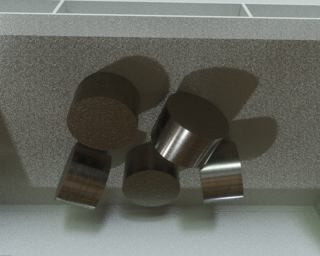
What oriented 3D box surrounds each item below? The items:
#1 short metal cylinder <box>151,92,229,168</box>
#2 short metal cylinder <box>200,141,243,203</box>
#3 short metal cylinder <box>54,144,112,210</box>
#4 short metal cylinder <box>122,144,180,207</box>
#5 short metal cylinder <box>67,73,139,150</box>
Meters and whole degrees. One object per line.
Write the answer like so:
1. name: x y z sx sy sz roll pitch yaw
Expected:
1. short metal cylinder: 0.035 0.001 0.374 0.081 0.080 0.050 17 128 -14
2. short metal cylinder: 0.080 0.060 0.423 0.050 0.080 0.080 -7 130 5
3. short metal cylinder: -0.106 0.067 0.426 0.050 0.080 0.080 21 127 -18
4. short metal cylinder: -0.012 0.069 0.449 0.081 0.050 0.079 0 130 0
5. short metal cylinder: -0.066 -0.019 0.373 0.081 0.050 0.079 0 130 0
